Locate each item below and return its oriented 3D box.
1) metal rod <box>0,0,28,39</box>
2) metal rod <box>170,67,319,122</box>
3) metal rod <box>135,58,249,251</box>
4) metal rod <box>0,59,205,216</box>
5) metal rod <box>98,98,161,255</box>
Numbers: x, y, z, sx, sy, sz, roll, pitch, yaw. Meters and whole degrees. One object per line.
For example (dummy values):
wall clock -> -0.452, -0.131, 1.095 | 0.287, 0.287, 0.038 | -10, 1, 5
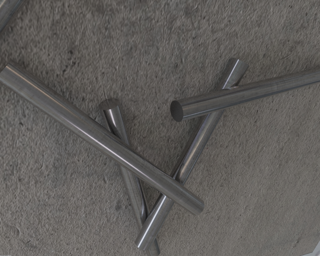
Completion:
metal rod -> -0.119, -0.124, 0.264 | 0.025, 0.025, 0.299 | 35, 99, -39
metal rod -> 0.144, -0.054, 0.423 | 0.302, 0.025, 0.025 | -16, 125, -30
metal rod -> 0.040, 0.043, 0.436 | 0.025, 0.025, 0.298 | 20, 102, -36
metal rod -> -0.047, 0.028, 0.366 | 0.025, 0.025, 0.301 | -47, 119, 5
metal rod -> -0.035, 0.091, 0.444 | 0.025, 0.025, 0.298 | -22, 127, -15
